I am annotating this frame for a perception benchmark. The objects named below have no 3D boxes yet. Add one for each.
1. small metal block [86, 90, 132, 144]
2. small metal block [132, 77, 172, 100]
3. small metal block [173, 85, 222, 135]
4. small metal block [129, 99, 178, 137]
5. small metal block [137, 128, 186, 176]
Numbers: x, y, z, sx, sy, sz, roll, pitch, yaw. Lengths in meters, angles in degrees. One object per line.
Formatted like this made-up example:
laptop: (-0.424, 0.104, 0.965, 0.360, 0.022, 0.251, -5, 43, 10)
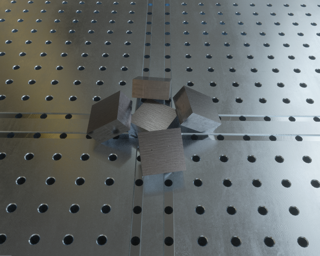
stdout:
small metal block: (-0.065, -0.014, 0.404, 0.050, 0.025, 0.050, -24, 45, 25)
small metal block: (-0.010, -0.057, 0.439, 0.050, 0.025, 0.050, 5, 14, 4)
small metal block: (0.049, -0.023, 0.412, 0.050, 0.025, 0.050, 18, 41, -32)
small metal block: (-0.008, -0.008, 0.413, 0.050, 0.025, 0.050, 25, 54, 19)
small metal block: (0.001, 0.028, 0.368, 0.050, 0.025, 0.050, -7, 86, -6)
